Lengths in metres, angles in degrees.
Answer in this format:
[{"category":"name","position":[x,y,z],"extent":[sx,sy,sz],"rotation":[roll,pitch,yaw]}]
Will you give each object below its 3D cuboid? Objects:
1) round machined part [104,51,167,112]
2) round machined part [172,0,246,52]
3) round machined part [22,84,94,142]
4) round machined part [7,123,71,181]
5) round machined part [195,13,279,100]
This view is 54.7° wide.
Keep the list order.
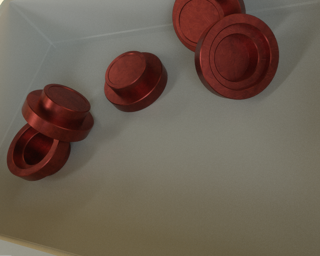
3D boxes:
[{"category":"round machined part","position":[-0.042,-0.076,0.462],"extent":[0.098,0.042,0.098],"rotation":[-13,56,20]},{"category":"round machined part","position":[0.060,-0.145,0.413],"extent":[0.098,0.097,0.042],"rotation":[5,28,30]},{"category":"round machined part","position":[-0.139,-0.027,0.442],"extent":[0.042,0.099,0.098],"rotation":[-57,48,22]},{"category":"round machined part","position":[-0.175,0.033,0.464],"extent":[0.098,0.042,0.098],"rotation":[-13,56,20]},{"category":"round machined part","position":[0.089,-0.084,0.376],"extent":[0.098,0.098,0.042],"rotation":[-44,14,-3]}]
